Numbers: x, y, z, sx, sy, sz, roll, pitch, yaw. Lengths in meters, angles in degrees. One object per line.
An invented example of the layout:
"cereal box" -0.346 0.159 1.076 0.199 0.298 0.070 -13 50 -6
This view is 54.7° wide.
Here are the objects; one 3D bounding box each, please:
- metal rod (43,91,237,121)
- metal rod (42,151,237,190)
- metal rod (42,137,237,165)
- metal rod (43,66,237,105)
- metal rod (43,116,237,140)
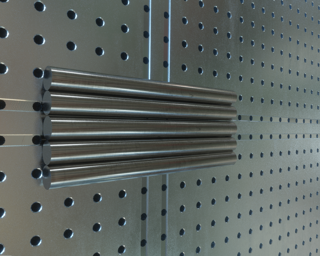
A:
"metal rod" 0.001 -0.025 0.412 0.302 0.025 0.025 0 90 -40
"metal rod" 0.000 0.050 0.411 0.302 0.025 0.025 0 90 -40
"metal rod" 0.001 0.026 0.411 0.302 0.025 0.025 0 90 -40
"metal rod" 0.001 -0.050 0.412 0.302 0.025 0.025 0 90 -40
"metal rod" 0.001 0.001 0.412 0.302 0.025 0.025 0 90 -40
